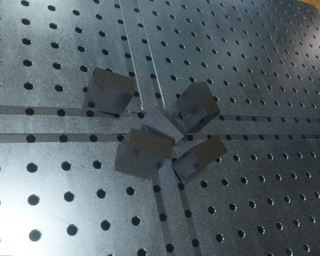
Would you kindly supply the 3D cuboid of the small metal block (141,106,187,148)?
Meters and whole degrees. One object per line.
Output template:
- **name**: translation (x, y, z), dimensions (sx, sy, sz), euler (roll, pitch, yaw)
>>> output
- **small metal block**: translation (0.007, -0.001, 0.397), dimensions (0.050, 0.025, 0.050), euler (46, 10, 4)

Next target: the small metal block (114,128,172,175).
- **small metal block**: translation (-0.020, 0.029, 0.365), dimensions (0.050, 0.050, 0.025), euler (18, 56, -18)

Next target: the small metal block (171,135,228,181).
- **small metal block**: translation (0.051, 0.038, 0.398), dimensions (0.050, 0.050, 0.025), euler (-23, 74, -36)

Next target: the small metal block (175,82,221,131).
- **small metal block**: translation (0.053, -0.030, 0.441), dimensions (0.025, 0.050, 0.050), euler (-10, 67, -33)

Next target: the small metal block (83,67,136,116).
- **small metal block**: translation (-0.064, -0.044, 0.386), dimensions (0.050, 0.050, 0.025), euler (14, 56, -21)
